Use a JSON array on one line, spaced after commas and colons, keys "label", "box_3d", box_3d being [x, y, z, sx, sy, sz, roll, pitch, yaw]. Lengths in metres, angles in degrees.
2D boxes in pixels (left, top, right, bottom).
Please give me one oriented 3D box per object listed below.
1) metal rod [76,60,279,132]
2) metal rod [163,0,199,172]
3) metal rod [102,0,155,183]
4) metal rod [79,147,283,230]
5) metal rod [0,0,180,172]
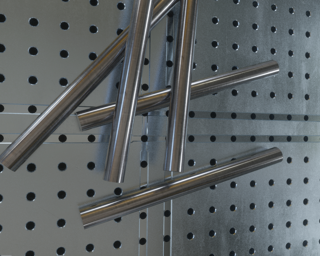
[{"label": "metal rod", "box_3d": [0.038, -0.050, 0.426, 0.302, 0.025, 0.025, -17, 96, -19]}, {"label": "metal rod", "box_3d": [0.031, -0.093, 0.403, 0.025, 0.025, 0.299, 10, 79, -20]}, {"label": "metal rod", "box_3d": [-0.031, -0.085, 0.373, 0.025, 0.025, 0.299, 11, 86, -20]}, {"label": "metal rod", "box_3d": [0.043, 0.076, 0.428, 0.302, 0.025, 0.025, -14, 95, -20]}, {"label": "metal rod", "box_3d": [-0.078, -0.070, 0.383, 0.025, 0.025, 0.300, 44, 76, -15]}]
